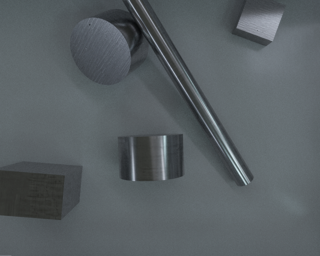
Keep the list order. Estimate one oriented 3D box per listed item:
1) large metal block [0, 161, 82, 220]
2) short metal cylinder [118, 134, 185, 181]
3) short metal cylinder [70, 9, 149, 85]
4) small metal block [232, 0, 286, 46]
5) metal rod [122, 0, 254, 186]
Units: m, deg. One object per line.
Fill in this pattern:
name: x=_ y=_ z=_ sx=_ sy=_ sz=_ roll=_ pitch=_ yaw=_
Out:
large metal block: x=-0.148 y=0.074 z=0.382 sx=0.081 sy=0.080 sz=0.050 roll=5 pitch=90 yaw=-1
short metal cylinder: x=-0.011 y=0.034 z=0.384 sx=0.081 sy=0.080 sz=0.050 roll=-2 pitch=90 yaw=-1
short metal cylinder: x=-0.061 y=-0.099 z=0.379 sx=0.080 sy=0.050 sz=0.079 roll=12 pitch=124 yaw=18
small metal block: x=0.131 y=-0.144 z=0.413 sx=0.050 sy=0.025 sz=0.050 roll=20 pitch=90 yaw=-1
metal rod: x=0.033 y=-0.052 z=0.382 sx=0.025 sy=0.025 sz=0.299 roll=-33 pitch=102 yaw=0
